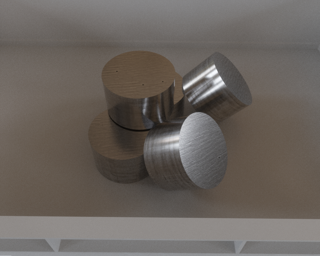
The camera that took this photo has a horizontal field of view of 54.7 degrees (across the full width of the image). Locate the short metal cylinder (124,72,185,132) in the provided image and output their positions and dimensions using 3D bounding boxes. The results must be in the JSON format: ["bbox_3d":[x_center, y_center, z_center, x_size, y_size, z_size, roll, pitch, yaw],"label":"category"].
[{"bbox_3d":[-0.007,-0.038,0.418,0.081,0.050,0.080,0,50,0],"label":"short metal cylinder"}]

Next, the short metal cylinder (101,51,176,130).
[{"bbox_3d":[-0.023,-0.044,0.357,0.081,0.050,0.080,0,50,0],"label":"short metal cylinder"}]

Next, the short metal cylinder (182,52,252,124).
[{"bbox_3d":[0.075,-0.051,0.404,0.080,0.050,0.080,33,38,-31],"label":"short metal cylinder"}]

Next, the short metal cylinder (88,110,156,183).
[{"bbox_3d":[-0.041,0.019,0.371,0.081,0.050,0.080,0,50,0],"label":"short metal cylinder"}]

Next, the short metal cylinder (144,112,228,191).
[{"bbox_3d":[0.029,0.027,0.336,0.050,0.080,0.080,-15,35,44],"label":"short metal cylinder"}]
